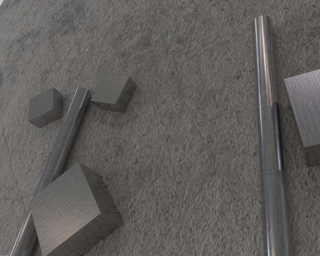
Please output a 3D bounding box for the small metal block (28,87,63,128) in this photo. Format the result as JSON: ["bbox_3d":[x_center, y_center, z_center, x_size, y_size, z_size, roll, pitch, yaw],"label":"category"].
[{"bbox_3d":[-0.194,-0.034,0.527,0.050,0.025,0.050,-23,53,14],"label":"small metal block"}]

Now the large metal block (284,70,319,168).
[{"bbox_3d":[0.176,-0.014,0.305,0.080,0.050,0.080,-14,56,20],"label":"large metal block"}]

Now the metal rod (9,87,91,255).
[{"bbox_3d":[-0.157,0.072,0.441,0.025,0.025,0.300,0,61,28],"label":"metal rod"}]

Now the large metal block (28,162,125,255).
[{"bbox_3d":[-0.103,0.103,0.379,0.080,0.050,0.080,-38,51,2],"label":"large metal block"}]

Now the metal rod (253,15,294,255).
[{"bbox_3d":[0.122,-0.012,0.347,0.025,0.025,0.299,-7,58,24],"label":"metal rod"}]

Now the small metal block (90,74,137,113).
[{"bbox_3d":[-0.070,-0.053,0.473,0.050,0.025,0.050,10,67,32],"label":"small metal block"}]
